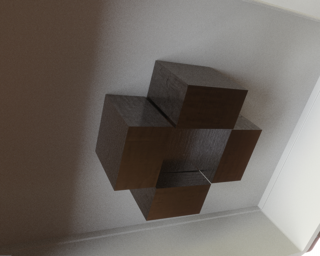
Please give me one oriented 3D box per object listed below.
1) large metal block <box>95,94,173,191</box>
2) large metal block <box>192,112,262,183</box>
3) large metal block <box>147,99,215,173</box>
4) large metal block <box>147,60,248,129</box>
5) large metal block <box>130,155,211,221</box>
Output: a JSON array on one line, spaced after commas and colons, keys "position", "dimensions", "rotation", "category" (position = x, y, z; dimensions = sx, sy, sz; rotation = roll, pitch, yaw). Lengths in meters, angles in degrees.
[{"position": [-0.035, 0.014, 0.362], "dimensions": [0.050, 0.080, 0.079], "rotation": [1, 118, -29], "category": "large metal block"}, {"position": [0.081, 0.018, 0.427], "dimensions": [0.050, 0.080, 0.079], "rotation": [1, 118, -29], "category": "large metal block"}, {"position": [0.019, 0.010, 0.406], "dimensions": [0.081, 0.050, 0.079], "rotation": [1, 118, -29], "category": "large metal block"}, {"position": [0.041, -0.040, 0.368], "dimensions": [0.081, 0.080, 0.050], "rotation": [1, 118, -29], "category": "large metal block"}, {"position": [0.008, 0.074, 0.421], "dimensions": [0.081, 0.080, 0.050], "rotation": [2, 118, -29], "category": "large metal block"}]
